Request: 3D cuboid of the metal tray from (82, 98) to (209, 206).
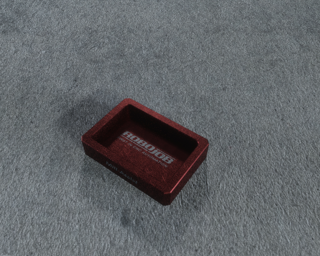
[{"bbox_3d":[-0.018,0.023,0.381,0.130,0.030,0.090,29,55,22],"label":"metal tray"}]
